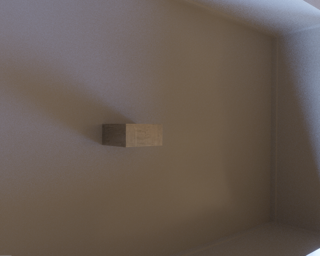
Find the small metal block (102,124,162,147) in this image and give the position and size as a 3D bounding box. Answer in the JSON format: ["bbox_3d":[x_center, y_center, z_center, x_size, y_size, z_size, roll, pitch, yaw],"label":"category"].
[{"bbox_3d":[-0.033,0.008,0.362,0.050,0.050,0.025,0,90,-40],"label":"small metal block"}]
